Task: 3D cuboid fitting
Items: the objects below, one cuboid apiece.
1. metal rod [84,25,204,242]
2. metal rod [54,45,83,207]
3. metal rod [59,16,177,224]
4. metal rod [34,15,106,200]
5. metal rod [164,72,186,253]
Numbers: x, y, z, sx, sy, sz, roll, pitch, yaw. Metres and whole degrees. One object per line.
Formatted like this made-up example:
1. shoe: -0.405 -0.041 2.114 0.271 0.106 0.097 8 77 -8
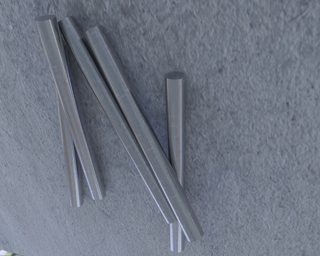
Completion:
1. metal rod: -0.016 0.014 0.398 0.025 0.025 0.299 -20 101 35
2. metal rod: -0.142 0.012 0.487 0.025 0.025 0.298 17 125 18
3. metal rod: -0.049 -0.003 0.411 0.025 0.025 0.299 -21 102 35
4. metal rod: -0.119 -0.007 0.446 0.025 0.025 0.298 10 128 22
5. metal rod: 0.023 0.067 0.434 0.025 0.025 0.298 11 123 22
